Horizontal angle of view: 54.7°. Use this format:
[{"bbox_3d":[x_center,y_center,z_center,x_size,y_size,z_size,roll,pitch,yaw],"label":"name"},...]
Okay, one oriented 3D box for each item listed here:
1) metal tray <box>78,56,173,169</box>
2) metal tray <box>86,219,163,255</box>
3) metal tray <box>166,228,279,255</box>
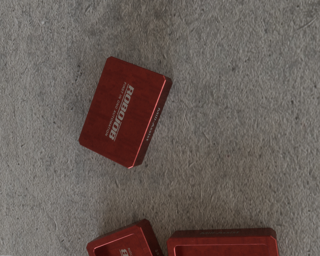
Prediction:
[{"bbox_3d":[-0.048,-0.022,0.423,0.090,0.030,0.129,23,98,18],"label":"metal tray"},{"bbox_3d":[-0.035,0.201,0.418,0.090,0.030,0.129,-26,82,18],"label":"metal tray"},{"bbox_3d":[0.079,0.173,0.378,0.130,0.030,0.089,-9,87,19],"label":"metal tray"}]
